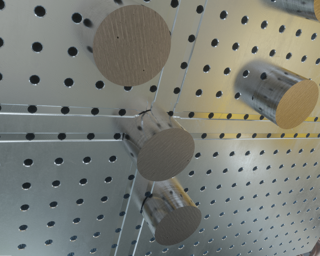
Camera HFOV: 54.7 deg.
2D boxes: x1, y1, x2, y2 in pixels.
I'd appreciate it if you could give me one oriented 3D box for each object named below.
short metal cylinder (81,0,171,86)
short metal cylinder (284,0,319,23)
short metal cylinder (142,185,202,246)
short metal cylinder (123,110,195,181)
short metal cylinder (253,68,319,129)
[{"bbox_3d":[-0.036,-0.089,0.320,0.081,0.050,0.079,-14,124,-21],"label":"short metal cylinder"},{"bbox_3d":[0.209,-0.179,0.398,0.081,0.050,0.079,-14,124,-21],"label":"short metal cylinder"},{"bbox_3d":[0.018,0.138,0.490,0.081,0.050,0.079,-14,124,-21],"label":"short metal cylinder"},{"bbox_3d":[-0.002,0.023,0.408,0.081,0.050,0.079,-14,124,-21],"label":"short metal cylinder"},{"bbox_3d":[0.190,-0.045,0.471,0.081,0.050,0.079,-14,124,-21],"label":"short metal cylinder"}]
